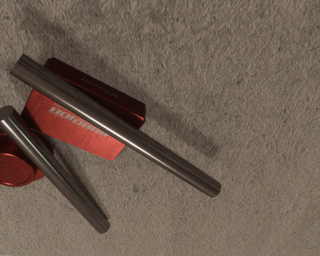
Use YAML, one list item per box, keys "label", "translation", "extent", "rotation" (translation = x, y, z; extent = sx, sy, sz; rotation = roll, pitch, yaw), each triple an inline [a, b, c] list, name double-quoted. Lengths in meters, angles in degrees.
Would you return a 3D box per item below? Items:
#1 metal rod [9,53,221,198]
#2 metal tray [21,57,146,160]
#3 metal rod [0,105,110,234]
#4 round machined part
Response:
- label: "metal rod"
  translation: [-0.033, 0.012, 0.376]
  extent: [0.301, 0.025, 0.025]
  rotation: [35, 122, -26]
- label: "metal tray"
  translation: [-0.095, -0.018, 0.387]
  extent: [0.131, 0.030, 0.090]
  rotation: [26, 125, -21]
- label: "metal rod"
  translation: [-0.138, 0.081, 0.451]
  extent: [0.025, 0.025, 0.299]
  rotation: [-11, 137, 9]
- label: "round machined part"
  translation: [-0.204, 0.045, 0.431]
  extent: [0.099, 0.042, 0.097]
  rotation: [-1, 130, 0]
